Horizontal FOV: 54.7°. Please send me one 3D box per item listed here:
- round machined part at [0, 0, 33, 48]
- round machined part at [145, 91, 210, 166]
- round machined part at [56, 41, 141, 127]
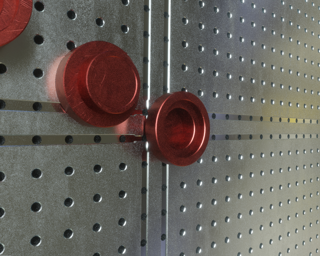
[{"bbox_3d":[-0.165,-0.112,0.260,0.099,0.042,0.097,0,90,-40],"label":"round machined part"},{"bbox_3d":[0.019,0.001,0.416,0.099,0.042,0.097,0,90,-40],"label":"round machined part"},{"bbox_3d":[-0.061,-0.049,0.348,0.099,0.042,0.097,0,90,-40],"label":"round machined part"}]
